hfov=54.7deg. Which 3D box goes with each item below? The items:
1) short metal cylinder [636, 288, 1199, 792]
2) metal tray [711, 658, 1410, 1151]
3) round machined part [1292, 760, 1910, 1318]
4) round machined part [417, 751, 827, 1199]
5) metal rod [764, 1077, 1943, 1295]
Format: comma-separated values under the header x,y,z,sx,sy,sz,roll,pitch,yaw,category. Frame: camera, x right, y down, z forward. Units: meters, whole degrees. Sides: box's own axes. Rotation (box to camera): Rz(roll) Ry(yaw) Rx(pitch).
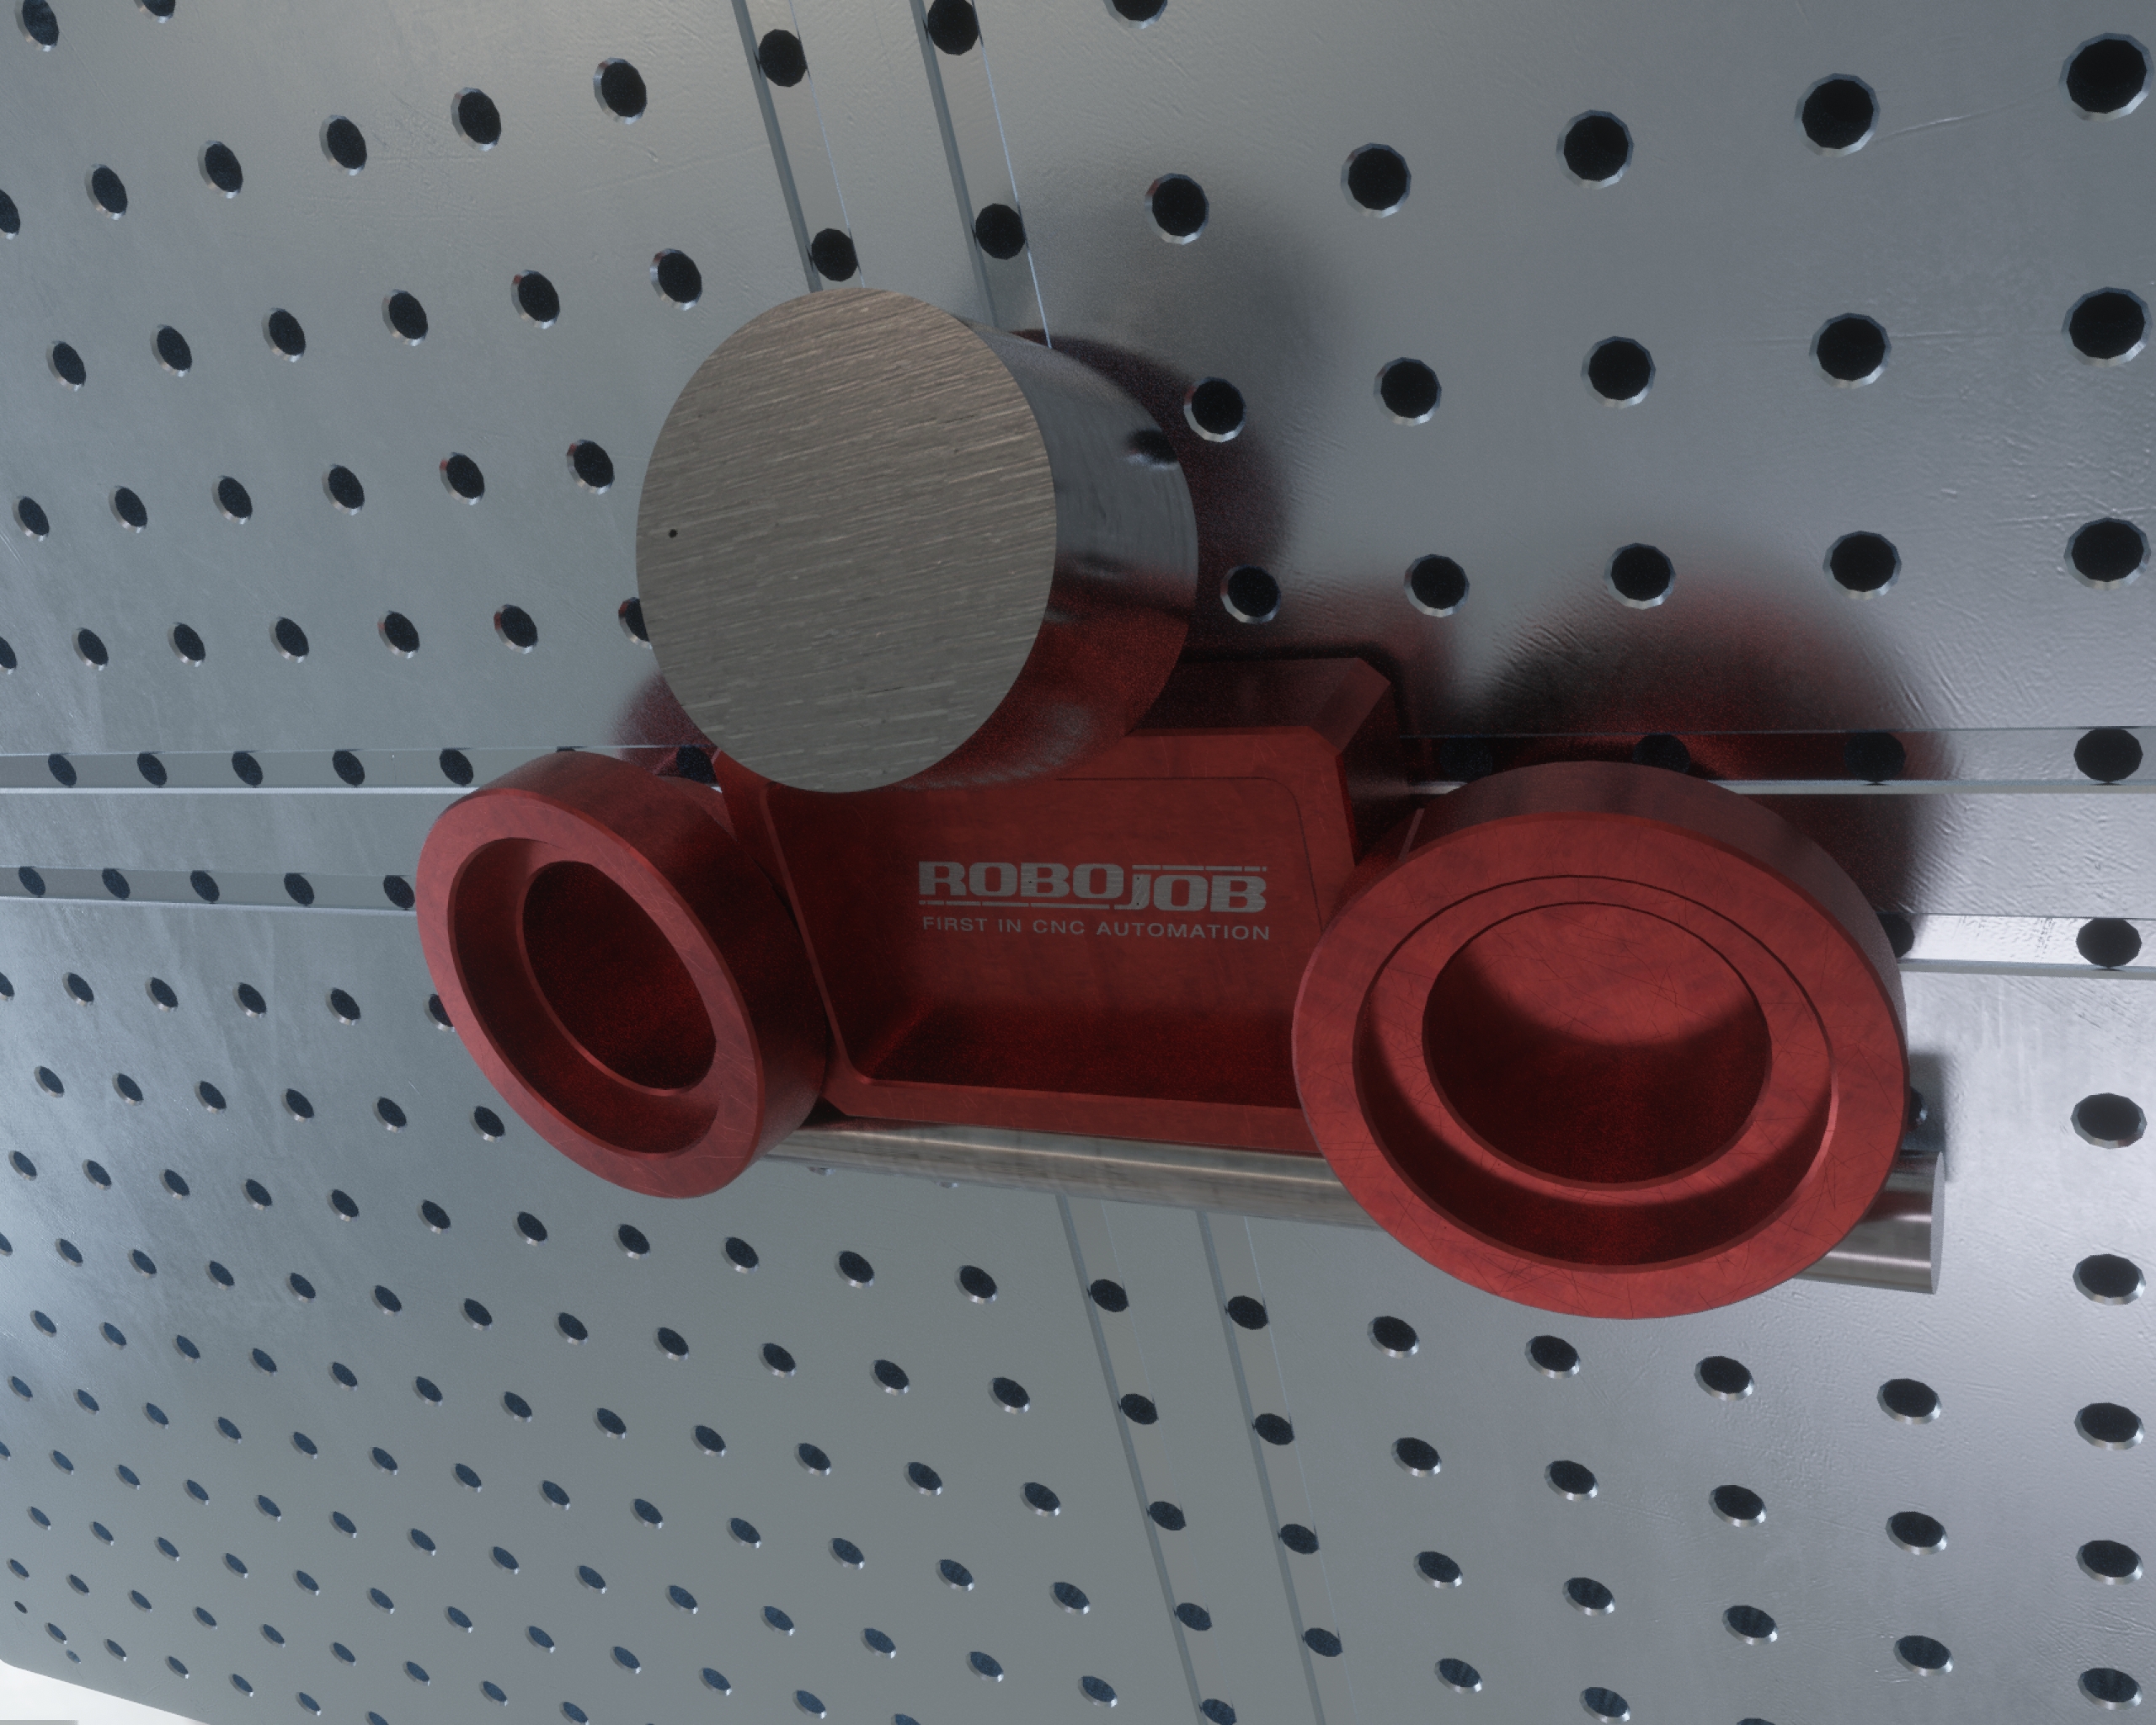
x,y,z,sx,sy,sz,roll,pitch,yaw,category
-0.027,-0.052,0.353,0.080,0.050,0.079,1,93,28,short metal cylinder
0.001,0.009,0.407,0.130,0.030,0.089,1,120,27,metal tray
0.089,0.026,0.358,0.098,0.042,0.097,8,119,15,round machined part
-0.092,0.020,0.450,0.098,0.042,0.097,18,126,28,round machined part
0.017,0.059,0.434,0.301,0.025,0.025,2,119,27,metal rod
